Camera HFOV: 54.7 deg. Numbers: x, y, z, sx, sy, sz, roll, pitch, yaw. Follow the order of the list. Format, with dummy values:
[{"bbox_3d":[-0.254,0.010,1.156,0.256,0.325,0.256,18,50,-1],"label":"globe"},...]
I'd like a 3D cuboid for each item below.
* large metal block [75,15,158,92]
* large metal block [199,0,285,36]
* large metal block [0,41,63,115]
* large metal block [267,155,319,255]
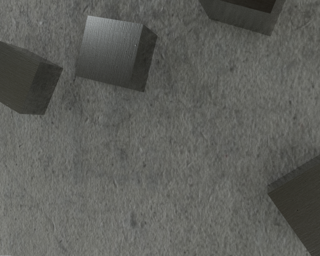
[{"bbox_3d":[-0.058,-0.098,0.415,0.080,0.050,0.079,15,95,19],"label":"large metal block"},{"bbox_3d":[0.094,-0.149,0.346,0.080,0.080,0.050,23,98,18],"label":"large metal block"},{"bbox_3d":[-0.207,-0.073,0.467,0.080,0.050,0.080,28,99,17],"label":"large metal block"},{"bbox_3d":[0.175,0.080,0.334,0.080,0.050,0.080,-36,79,16],"label":"large metal block"}]
